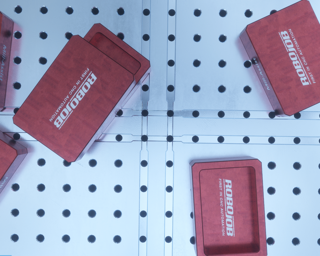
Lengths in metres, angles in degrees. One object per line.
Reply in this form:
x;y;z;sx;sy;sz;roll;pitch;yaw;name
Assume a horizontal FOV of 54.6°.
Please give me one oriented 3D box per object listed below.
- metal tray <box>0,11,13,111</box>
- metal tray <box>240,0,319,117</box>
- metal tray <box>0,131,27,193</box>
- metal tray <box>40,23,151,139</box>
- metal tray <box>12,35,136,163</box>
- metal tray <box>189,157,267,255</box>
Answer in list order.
-0.252;-0.091;0.409;0.090;0.030;0.129;6;90;0;metal tray
0.176;-0.090;0.412;0.090;0.030;0.130;-25;90;0;metal tray
-0.253;0.059;0.409;0.090;0.030;0.130;34;90;0;metal tray
-0.085;-0.059;0.410;0.090;0.030;0.130;38;90;0;metal tray
-0.102;-0.035;0.380;0.090;0.030;0.130;36;90;0;metal tray
0.089;0.106;0.411;0.090;0.030;0.129;-4;90;0;metal tray
